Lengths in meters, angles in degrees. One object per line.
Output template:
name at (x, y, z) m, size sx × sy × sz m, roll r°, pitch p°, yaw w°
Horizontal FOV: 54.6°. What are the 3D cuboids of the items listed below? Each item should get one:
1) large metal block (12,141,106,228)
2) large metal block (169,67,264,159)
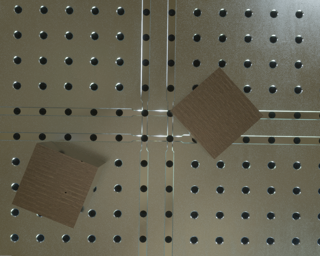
large metal block at (-0.127, 0.070, 0.400) m, size 0.080 × 0.050 × 0.080 m, roll 22°, pitch 90°, yaw 0°
large metal block at (0.069, -0.018, 0.401) m, size 0.080 × 0.050 × 0.080 m, roll -42°, pitch 90°, yaw 0°
